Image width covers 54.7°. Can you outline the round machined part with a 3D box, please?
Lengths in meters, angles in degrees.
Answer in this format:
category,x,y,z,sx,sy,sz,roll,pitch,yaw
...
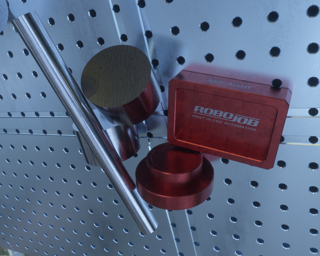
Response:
category,x,y,z,sx,sy,sz,roll,pitch,yaw
round machined part,0.018,0.052,0.387,0.098,0.098,0.042,11,123,22

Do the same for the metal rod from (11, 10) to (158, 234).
category,x,y,z,sx,sy,sz,roll,pitch,yaw
metal rod,-0.073,0.014,0.361,0.025,0.025,0.299,-9,120,32

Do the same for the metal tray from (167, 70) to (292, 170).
category,x,y,z,sx,sy,sz,roll,pitch,yaw
metal tray,0.075,-0.010,0.361,0.130,0.030,0.089,14,124,20

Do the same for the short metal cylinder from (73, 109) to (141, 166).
category,x,y,z,sx,sy,sz,roll,pitch,yaw
short metal cylinder,-0.070,0.008,0.418,0.080,0.080,0.050,2,119,27

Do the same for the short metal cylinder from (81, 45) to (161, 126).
category,x,y,z,sx,sy,sz,roll,pitch,yaw
short metal cylinder,-0.043,-0.048,0.360,0.080,0.080,0.050,16,161,19

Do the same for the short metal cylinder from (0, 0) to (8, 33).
category,x,y,z,sx,sy,sz,roll,pitch,yaw
short metal cylinder,-0.253,-0.161,0.410,0.050,0.080,0.079,9,123,23
